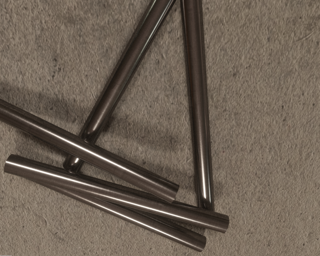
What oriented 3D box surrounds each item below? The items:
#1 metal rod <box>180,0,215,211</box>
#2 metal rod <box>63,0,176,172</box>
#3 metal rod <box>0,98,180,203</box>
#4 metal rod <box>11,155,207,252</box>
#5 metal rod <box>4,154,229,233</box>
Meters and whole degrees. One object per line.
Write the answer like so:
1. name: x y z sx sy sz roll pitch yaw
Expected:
1. metal rod: 0.052 -0.013 0.405 0.025 0.025 0.298 -6 110 2
2. metal rod: -0.046 -0.066 0.384 0.025 0.025 0.298 29 107 -11
3. metal rod: -0.116 0.018 0.389 0.301 0.025 0.025 26 108 0
4. metal rod: -0.068 0.113 0.450 0.301 0.025 0.025 26 108 -10
5. metal rod: -0.052 0.090 0.416 0.302 0.025 0.025 17 109 -6
